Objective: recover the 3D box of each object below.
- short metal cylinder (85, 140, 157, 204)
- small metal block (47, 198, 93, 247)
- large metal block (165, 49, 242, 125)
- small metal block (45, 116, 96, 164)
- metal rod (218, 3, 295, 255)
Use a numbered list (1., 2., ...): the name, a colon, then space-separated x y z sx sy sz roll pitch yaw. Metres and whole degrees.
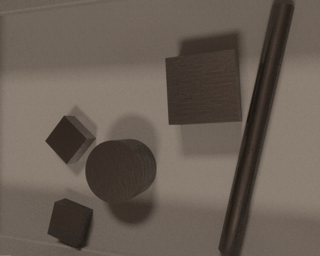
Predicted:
1. short metal cylinder: -0.051 0.055 0.414 0.080 0.050 0.079 0 90 19
2. small metal block: -0.132 0.138 0.456 0.050 0.025 0.050 16 95 19
3. large metal block: 0.055 -0.046 0.377 0.080 0.050 0.079 -3 89 19
4. small metal block: -0.131 0.017 0.455 0.050 0.025 0.050 43 103 14
5. metal rod: 0.114 0.005 0.370 0.025 0.025 0.298 13 94 19
